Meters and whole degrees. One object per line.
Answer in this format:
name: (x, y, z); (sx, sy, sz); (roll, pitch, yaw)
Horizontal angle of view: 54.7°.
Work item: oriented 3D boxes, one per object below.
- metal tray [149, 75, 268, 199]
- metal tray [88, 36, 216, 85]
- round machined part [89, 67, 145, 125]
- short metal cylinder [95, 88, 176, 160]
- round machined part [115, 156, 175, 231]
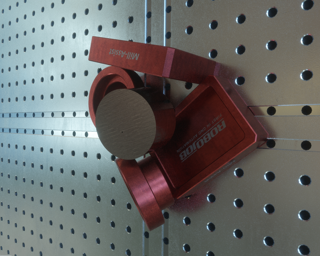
metal tray: (0.046, 0.013, 0.365); (0.129, 0.030, 0.090); (-44, 64, 31)
metal tray: (-0.011, -0.081, 0.374); (0.130, 0.091, 0.030); (20, 103, 38)
round machined part: (-0.054, -0.037, 0.441); (0.098, 0.042, 0.097); (0, 90, 39)
short metal cylinder: (-0.028, -0.007, 0.366); (0.080, 0.050, 0.079); (5, 101, 27)
round machined part: (-0.016, 0.074, 0.387); (0.098, 0.042, 0.098); (59, 168, 23)
